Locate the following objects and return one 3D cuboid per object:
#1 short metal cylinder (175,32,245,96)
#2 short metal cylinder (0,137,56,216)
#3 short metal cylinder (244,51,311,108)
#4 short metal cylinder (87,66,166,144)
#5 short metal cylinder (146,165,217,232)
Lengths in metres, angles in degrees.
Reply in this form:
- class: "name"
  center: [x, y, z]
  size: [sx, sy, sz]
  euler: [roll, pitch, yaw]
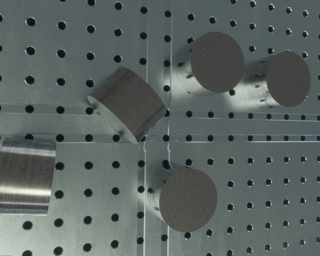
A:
- class: "short metal cylinder"
  center: [0.067, -0.086, 0.425]
  size: [0.081, 0.050, 0.079]
  euler: [0, 90, -21]
- class: "short metal cylinder"
  center: [-0.143, 0.052, 0.331]
  size: [0.050, 0.080, 0.080]
  euler: [8, 88, -20]
- class: "short metal cylinder"
  center: [0.176, -0.070, 0.466]
  size: [0.081, 0.050, 0.079]
  euler: [0, 90, -21]
- class: "short metal cylinder"
  center: [-0.039, -0.026, 0.370]
  size: [0.080, 0.080, 0.050]
  euler: [47, 76, -15]
- class: "short metal cylinder"
  center: [0.028, 0.091, 0.411]
  size: [0.081, 0.050, 0.079]
  euler: [0, 90, -21]
